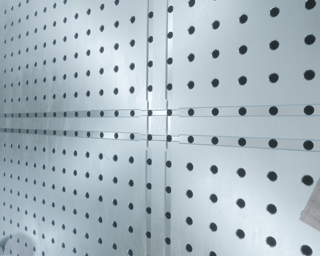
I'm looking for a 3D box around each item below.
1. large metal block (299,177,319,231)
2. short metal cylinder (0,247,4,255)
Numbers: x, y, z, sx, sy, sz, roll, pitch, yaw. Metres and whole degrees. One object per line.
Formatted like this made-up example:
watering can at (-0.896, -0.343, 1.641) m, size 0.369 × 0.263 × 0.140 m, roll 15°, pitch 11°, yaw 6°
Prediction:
large metal block at (0.167, 0.062, 0.236) m, size 0.080 × 0.081 × 0.050 m, roll 29°, pitch 108°, yaw 36°
short metal cylinder at (-0.411, 0.308, 0.713) m, size 0.050 × 0.081 × 0.080 m, roll -26°, pitch 74°, yaw 37°
